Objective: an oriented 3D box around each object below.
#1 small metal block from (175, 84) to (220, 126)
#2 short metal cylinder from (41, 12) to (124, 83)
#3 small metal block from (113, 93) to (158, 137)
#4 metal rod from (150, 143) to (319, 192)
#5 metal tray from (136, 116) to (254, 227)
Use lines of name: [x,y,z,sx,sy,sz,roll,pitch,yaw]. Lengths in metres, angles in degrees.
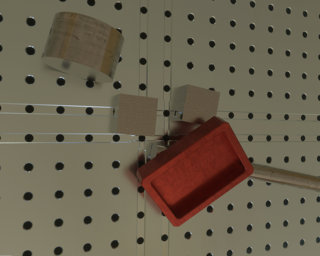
small metal block: [0.052,-0.030,0.433,0.050,0.025,0.050,11,86,-20]
short metal cylinder: [-0.086,-0.088,0.352,0.081,0.080,0.050,16,85,-20]
small metal block: [-0.032,-0.016,0.402,0.050,0.025,0.050,5,88,-20]
metal rod: [0.130,0.063,0.462,0.302,0.025,0.025,13,86,-20]
metal tray: [0.047,0.057,0.404,0.130,0.030,0.090,-35,114,-4]
